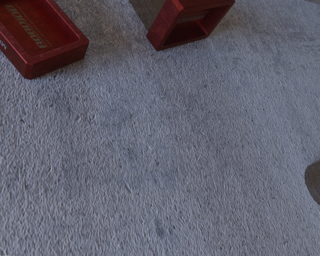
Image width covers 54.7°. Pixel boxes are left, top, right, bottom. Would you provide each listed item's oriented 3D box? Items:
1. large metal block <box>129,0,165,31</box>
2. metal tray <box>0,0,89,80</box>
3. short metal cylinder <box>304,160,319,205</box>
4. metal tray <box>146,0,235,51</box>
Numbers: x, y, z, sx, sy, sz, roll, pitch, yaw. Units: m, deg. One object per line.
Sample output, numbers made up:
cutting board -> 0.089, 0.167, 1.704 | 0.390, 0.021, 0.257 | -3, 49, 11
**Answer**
large metal block -> 0.004, -0.211, 0.519 | 0.081, 0.050, 0.080 | -19, 72, -35
metal tray -> -0.166, -0.131, 0.391 | 0.130, 0.030, 0.091 | 49, 51, 6
short metal cylinder -> 0.278, 0.084, 0.486 | 0.081, 0.050, 0.080 | 14, 56, -21
metal tray -> 0.050, -0.174, 0.494 | 0.131, 0.090, 0.030 | -25, 76, -37
